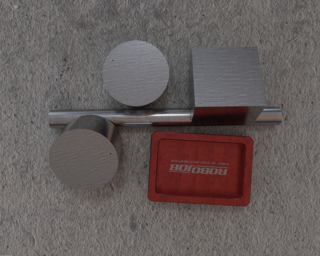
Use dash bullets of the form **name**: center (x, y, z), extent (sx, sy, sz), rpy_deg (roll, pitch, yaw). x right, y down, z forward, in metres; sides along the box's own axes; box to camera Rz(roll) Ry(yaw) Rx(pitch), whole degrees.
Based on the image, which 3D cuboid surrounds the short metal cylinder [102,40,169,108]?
- **short metal cylinder**: center (-0.029, -0.066, 0.398), extent (0.081, 0.050, 0.080), rpy_deg (0, 90, 0)

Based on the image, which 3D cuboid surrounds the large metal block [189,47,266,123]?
- **large metal block**: center (0.080, -0.053, 0.387), extent (0.081, 0.050, 0.080), rpy_deg (-1, 69, 0)

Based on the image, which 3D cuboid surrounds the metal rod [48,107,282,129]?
- **metal rod**: center (0.007, -0.014, 0.412), extent (0.302, 0.025, 0.025), rpy_deg (-1, 90, 0)

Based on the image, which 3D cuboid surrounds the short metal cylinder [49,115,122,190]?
- **short metal cylinder**: center (-0.089, 0.029, 0.386), extent (0.081, 0.050, 0.079), rpy_deg (0, 111, -1)

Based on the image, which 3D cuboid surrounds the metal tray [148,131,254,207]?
- **metal tray**: center (0.052, 0.052, 0.408), extent (0.131, 0.030, 0.089), rpy_deg (3, 90, 0)
